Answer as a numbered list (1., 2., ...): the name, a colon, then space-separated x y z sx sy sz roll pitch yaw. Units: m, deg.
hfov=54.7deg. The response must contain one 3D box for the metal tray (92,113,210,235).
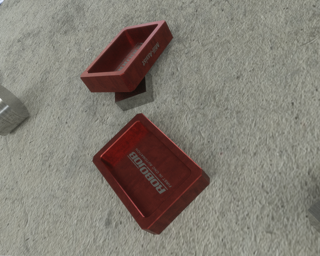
1. metal tray: -0.015 0.050 0.377 0.090 0.030 0.130 -45 51 -3

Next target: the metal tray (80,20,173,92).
1. metal tray: -0.048 -0.108 0.466 0.090 0.030 0.130 5 50 37

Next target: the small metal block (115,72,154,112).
1. small metal block: -0.039 -0.058 0.460 0.050 0.025 0.050 -17 55 18

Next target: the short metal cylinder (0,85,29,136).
1. short metal cylinder: -0.276 -0.033 0.533 0.050 0.080 0.080 -42 51 -1

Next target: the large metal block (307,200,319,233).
1. large metal block: 0.181 0.077 0.246 0.080 0.050 0.080 -40 51 1
